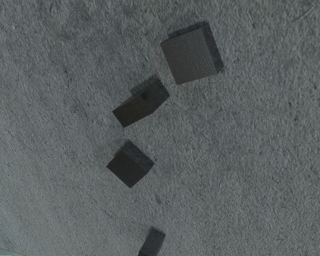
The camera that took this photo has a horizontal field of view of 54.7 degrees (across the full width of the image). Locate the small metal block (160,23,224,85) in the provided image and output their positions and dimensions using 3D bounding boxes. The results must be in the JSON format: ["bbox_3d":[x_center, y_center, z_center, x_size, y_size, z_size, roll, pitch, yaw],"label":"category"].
[{"bbox_3d":[0.035,-0.080,0.339,0.050,0.025,0.050,-11,113,33],"label":"small metal block"}]

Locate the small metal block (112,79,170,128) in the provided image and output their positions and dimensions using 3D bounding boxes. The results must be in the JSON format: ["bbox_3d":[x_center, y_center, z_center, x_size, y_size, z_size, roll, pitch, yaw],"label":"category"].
[{"bbox_3d":[-0.023,-0.030,0.384,0.050,0.050,0.025,-25,105,37],"label":"small metal block"}]

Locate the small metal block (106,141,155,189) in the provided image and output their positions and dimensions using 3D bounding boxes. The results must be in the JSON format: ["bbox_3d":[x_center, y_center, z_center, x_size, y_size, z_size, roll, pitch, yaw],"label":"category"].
[{"bbox_3d":[-0.045,0.056,0.465,0.050,0.025,0.050,43,129,-2],"label":"small metal block"}]

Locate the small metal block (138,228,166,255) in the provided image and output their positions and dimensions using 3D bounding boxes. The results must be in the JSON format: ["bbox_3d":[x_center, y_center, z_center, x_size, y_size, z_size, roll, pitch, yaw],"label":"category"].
[{"bbox_3d":[-0.017,0.210,0.529,0.025,0.050,0.050,25,127,13],"label":"small metal block"}]
